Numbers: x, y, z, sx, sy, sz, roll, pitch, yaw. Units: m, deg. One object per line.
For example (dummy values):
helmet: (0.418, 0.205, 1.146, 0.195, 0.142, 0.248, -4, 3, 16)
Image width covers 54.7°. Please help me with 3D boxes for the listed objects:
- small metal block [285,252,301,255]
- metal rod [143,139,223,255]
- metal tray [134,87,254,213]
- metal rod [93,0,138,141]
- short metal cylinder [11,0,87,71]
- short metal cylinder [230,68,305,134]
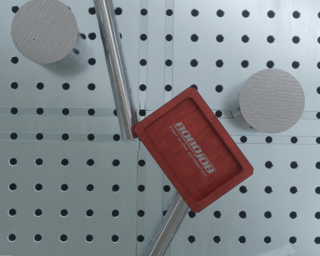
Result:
small metal block: (0.173, 0.203, 0.416, 0.050, 0.025, 0.050, -20, 90, -1)
metal rod: (0.004, 0.147, 0.413, 0.025, 0.025, 0.299, 28, 90, -1)
metal tray: (0.041, 0.026, 0.385, 0.090, 0.030, 0.130, -36, 90, 0)
metal rod: (-0.068, -0.132, 0.412, 0.025, 0.025, 0.298, -12, 90, 0)
short metal cylinder: (-0.140, -0.118, 0.399, 0.081, 0.050, 0.079, 0, 90, -1)
short metal cylinder: (0.137, -0.033, 0.403, 0.081, 0.050, 0.079, 0, 90, -1)
